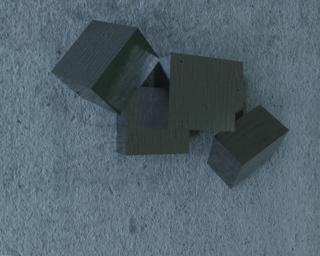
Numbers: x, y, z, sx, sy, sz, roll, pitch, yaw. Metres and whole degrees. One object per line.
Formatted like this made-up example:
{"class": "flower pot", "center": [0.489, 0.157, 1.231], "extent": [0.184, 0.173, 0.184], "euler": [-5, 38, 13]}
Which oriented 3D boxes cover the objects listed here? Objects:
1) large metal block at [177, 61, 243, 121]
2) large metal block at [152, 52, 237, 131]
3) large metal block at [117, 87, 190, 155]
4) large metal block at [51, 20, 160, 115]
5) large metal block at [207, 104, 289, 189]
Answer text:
{"class": "large metal block", "center": [0.065, -0.049, 0.423], "extent": [0.081, 0.050, 0.079], "euler": [0, 90, -21]}
{"class": "large metal block", "center": [0.039, -0.037, 0.357], "extent": [0.081, 0.050, 0.079], "euler": [2, 89, -20]}
{"class": "large metal block", "center": [-0.010, -0.008, 0.392], "extent": [0.081, 0.050, 0.079], "euler": [0, 90, -21]}
{"class": "large metal block", "center": [-0.062, -0.071, 0.351], "extent": [0.080, 0.080, 0.050], "euler": [-56, 140, -12]}
{"class": "large metal block", "center": [0.115, 0.027, 0.418], "extent": [0.080, 0.080, 0.050], "euler": [-33, 63, -17]}
